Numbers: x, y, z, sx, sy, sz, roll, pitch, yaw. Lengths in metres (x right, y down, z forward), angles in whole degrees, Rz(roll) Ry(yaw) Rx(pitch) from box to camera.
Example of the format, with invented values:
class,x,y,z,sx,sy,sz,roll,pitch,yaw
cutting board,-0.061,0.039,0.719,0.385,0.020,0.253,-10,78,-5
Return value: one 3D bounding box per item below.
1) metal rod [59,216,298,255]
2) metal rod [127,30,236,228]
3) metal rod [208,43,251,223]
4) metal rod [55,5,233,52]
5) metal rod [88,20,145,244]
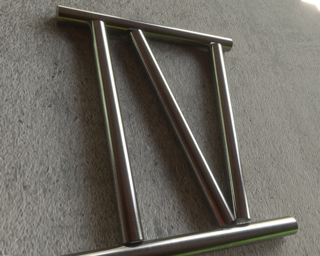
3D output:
class,x,y,z,sx,sy,sz,roll,pitch,yaw
metal rod,0.044,0.130,0.350,0.303,0.025,0.025,1,62,-28
metal rod,0.022,-0.012,0.425,0.025,0.025,0.299,-12,68,-34
metal rod,0.099,-0.012,0.467,0.025,0.025,0.299,13,56,-22
metal rod,-0.008,-0.154,0.496,0.303,0.025,0.025,1,62,-28
metal rod,-0.059,-0.014,0.382,0.025,0.025,0.299,1,61,-28
